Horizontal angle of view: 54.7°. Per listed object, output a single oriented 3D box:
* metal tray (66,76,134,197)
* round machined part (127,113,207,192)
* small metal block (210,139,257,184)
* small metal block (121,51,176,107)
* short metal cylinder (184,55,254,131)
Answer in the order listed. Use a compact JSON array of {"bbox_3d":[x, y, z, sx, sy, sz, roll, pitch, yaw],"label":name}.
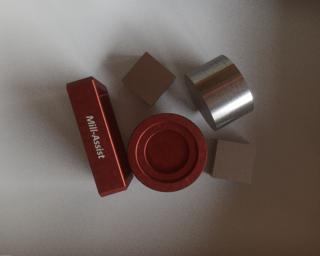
[{"bbox_3d":[-0.069,0.009,0.376,0.030,0.090,0.129,-17,90,0],"label":"metal tray"},{"bbox_3d":[0.009,0.030,0.400,0.099,0.042,0.097,0,90,-1],"label":"round machined part"},{"bbox_3d":[0.096,0.043,0.411,0.050,0.025,0.050,9,89,1],"label":"small metal block"},{"bbox_3d":[-0.015,-0.063,0.409,0.050,0.025,0.050,40,90,1],"label":"small metal block"},{"bbox_3d":[0.071,-0.043,0.383,0.050,0.080,0.080,-29,90,0],"label":"short metal cylinder"}]
